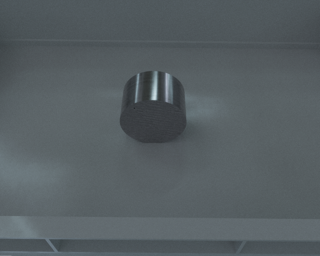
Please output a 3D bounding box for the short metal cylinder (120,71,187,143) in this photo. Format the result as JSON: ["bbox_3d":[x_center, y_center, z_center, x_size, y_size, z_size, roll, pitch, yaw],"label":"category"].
[{"bbox_3d":[-0.008,-0.025,0.390,0.081,0.080,0.050,0,50,0],"label":"short metal cylinder"}]
